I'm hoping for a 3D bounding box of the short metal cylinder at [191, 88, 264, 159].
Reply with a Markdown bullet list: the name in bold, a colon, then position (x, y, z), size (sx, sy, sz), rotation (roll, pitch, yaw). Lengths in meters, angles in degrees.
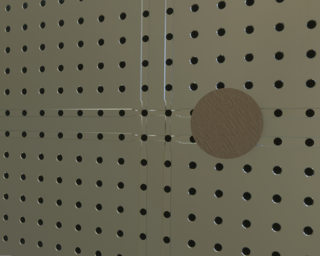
- **short metal cylinder**: position (0.082, -0.005, 0.370), size (0.080, 0.050, 0.079), rotation (0, 90, 19)
